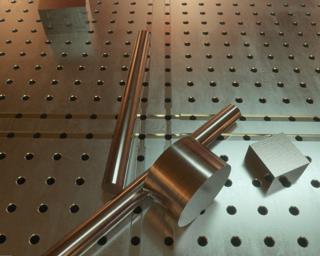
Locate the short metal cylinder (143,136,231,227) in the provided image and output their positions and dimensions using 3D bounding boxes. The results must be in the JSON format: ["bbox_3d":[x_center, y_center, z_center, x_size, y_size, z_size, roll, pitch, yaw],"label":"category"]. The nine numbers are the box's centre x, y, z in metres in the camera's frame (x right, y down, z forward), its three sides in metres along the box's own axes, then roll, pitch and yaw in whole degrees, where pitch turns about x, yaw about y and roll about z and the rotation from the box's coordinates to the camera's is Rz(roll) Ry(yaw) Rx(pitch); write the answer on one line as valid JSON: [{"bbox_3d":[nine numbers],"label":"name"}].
[{"bbox_3d":[0.029,0.056,0.326,0.080,0.080,0.050,-36,59,-27],"label":"short metal cylinder"}]

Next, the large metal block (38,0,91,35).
[{"bbox_3d":[-0.174,-0.219,0.573,0.081,0.050,0.080,-6,50,-6],"label":"large metal block"}]

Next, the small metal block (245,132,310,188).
[{"bbox_3d":[0.142,0.038,0.378,0.050,0.025,0.050,-19,53,-16],"label":"small metal block"}]

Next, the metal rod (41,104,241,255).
[{"bbox_3d":[-0.006,0.058,0.358,0.302,0.025,0.025,-37,59,-27],"label":"metal rod"}]

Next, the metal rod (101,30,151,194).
[{"bbox_3d":[-0.041,-0.046,0.445,0.025,0.025,0.300,4,50,3],"label":"metal rod"}]
